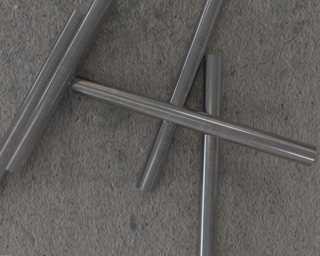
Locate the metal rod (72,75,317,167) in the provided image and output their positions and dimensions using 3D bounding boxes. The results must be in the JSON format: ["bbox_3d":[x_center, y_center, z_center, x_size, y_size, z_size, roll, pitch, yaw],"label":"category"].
[{"bbox_3d":[0.031,-0.013,0.380,0.301,0.025,0.025,18,90,11],"label":"metal rod"}]

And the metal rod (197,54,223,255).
[{"bbox_3d":[0.066,0.055,0.410,0.025,0.025,0.298,2,90,0],"label":"metal rod"}]

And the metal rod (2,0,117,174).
[{"bbox_3d":[-0.116,-0.079,0.394,0.025,0.025,0.299,29,90,0],"label":"metal rod"}]

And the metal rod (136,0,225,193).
[{"bbox_3d":[0.032,-0.059,0.409,0.025,0.025,0.299,20,90,0],"label":"metal rod"}]

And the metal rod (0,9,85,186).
[{"bbox_3d":[-0.175,-0.018,0.408,0.025,0.025,0.299,28,90,0],"label":"metal rod"}]
